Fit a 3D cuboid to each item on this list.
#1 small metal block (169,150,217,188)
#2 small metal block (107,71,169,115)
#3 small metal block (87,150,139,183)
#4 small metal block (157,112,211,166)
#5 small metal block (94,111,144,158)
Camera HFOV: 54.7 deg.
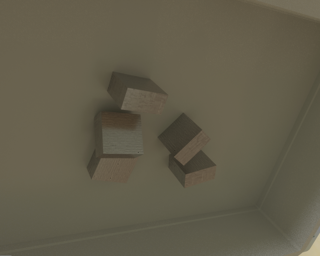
[{"bbox_3d":[0.047,0.057,0.455,0.050,0.050,0.025,-12,124,-22],"label":"small metal block"},{"bbox_3d":[-0.026,-0.040,0.355,0.050,0.050,0.025,6,115,-32],"label":"small metal block"},{"bbox_3d":[-0.060,0.042,0.403,0.050,0.025,0.050,14,111,-34],"label":"small metal block"},{"bbox_3d":[0.032,0.014,0.421,0.050,0.050,0.025,-44,130,2],"label":"small metal block"},{"bbox_3d":[-0.049,0.009,0.371,0.050,0.025,0.050,4,72,-31],"label":"small metal block"}]
